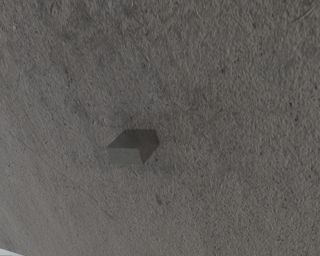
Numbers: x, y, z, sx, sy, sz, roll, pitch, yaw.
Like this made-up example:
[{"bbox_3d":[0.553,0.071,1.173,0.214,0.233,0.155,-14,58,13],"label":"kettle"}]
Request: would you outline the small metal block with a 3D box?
[{"bbox_3d":[-0.036,0.025,0.426,0.050,0.050,0.025,0,118,28],"label":"small metal block"}]
